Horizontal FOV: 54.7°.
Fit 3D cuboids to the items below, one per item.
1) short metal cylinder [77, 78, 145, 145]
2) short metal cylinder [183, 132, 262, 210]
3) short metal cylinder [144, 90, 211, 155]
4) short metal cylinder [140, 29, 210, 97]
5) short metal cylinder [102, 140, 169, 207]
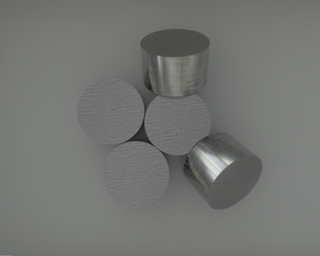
[{"bbox_3d":[-0.059,-0.020,0.396,0.081,0.050,0.079,0,90,-1],"label":"short metal cylinder"},{"bbox_3d":[0.076,0.052,0.378,0.081,0.050,0.079,-18,129,-23],"label":"short metal cylinder"},{"bbox_3d":[0.021,-0.007,0.397,0.081,0.050,0.079,0,90,-1],"label":"short metal cylinder"},{"bbox_3d":[0.018,-0.081,0.375,0.081,0.080,0.050,-3,129,-1],"label":"short metal cylinder"},{"bbox_3d":[-0.029,0.055,0.397,0.081,0.050,0.079,0,90,-1],"label":"short metal cylinder"}]
